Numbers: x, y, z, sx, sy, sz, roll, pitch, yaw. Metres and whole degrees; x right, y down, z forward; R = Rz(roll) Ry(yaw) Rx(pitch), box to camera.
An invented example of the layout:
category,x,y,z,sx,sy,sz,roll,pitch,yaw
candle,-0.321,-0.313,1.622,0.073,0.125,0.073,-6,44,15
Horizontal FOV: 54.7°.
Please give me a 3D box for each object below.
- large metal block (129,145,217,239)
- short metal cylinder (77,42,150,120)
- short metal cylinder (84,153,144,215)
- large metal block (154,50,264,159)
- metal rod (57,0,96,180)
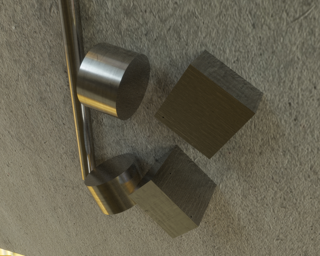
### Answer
category,x,y,z,sx,sy,sz,roll,pitch,yaw
large metal block,0.020,0.083,0.412,0.080,0.080,0.050,45,129,-4
short metal cylinder,-0.053,-0.055,0.365,0.050,0.080,0.079,21,126,16
short metal cylinder,-0.062,0.080,0.454,0.080,0.080,0.050,-13,112,33
large metal block,0.053,-0.026,0.347,0.080,0.050,0.080,38,129,2
metal rod,-0.113,-0.045,0.438,0.025,0.025,0.298,15,125,19
